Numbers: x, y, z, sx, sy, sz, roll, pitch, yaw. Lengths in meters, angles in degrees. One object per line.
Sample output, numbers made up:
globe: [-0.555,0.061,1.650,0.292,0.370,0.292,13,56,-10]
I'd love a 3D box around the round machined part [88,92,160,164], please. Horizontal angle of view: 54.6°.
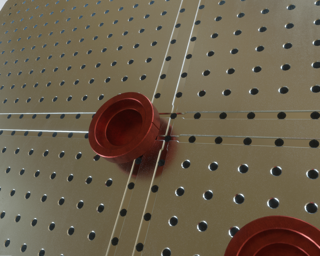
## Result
round machined part: [-0.044,0.003,0.420,0.098,0.042,0.098,-13,56,21]

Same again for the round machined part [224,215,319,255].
round machined part: [0.106,0.128,0.263,0.098,0.042,0.098,-13,56,21]
